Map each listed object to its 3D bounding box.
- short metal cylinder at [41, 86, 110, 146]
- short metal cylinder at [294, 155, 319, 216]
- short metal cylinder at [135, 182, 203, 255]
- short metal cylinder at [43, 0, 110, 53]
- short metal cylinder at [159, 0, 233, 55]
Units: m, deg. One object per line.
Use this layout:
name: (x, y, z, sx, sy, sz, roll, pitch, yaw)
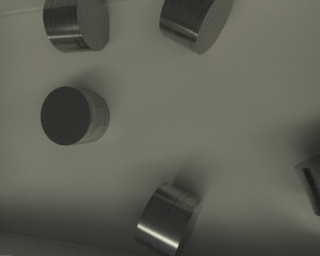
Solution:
short metal cylinder: (-0.119, -0.016, 0.439, 0.080, 0.050, 0.080, 0, 90, 20)
short metal cylinder: (0.187, 0.051, 0.315, 0.080, 0.080, 0.050, -23, 83, 18)
short metal cylinder: (0.013, 0.113, 0.377, 0.050, 0.080, 0.080, 23, 98, 18)
short metal cylinder: (-0.110, -0.144, 0.420, 0.050, 0.080, 0.080, 2, 91, 20)
short metal cylinder: (0.043, -0.134, 0.366, 0.050, 0.080, 0.080, 33, 101, 17)
